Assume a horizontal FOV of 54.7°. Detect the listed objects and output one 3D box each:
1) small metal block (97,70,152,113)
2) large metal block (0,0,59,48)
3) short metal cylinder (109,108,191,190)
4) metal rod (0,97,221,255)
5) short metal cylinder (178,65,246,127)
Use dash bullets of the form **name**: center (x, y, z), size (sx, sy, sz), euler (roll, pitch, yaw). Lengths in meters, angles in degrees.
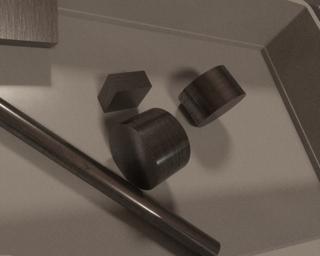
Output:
- **small metal block**: center (-0.046, -0.046, 0.394), size (0.050, 0.050, 0.025), euler (-13, 69, -34)
- **large metal block**: center (-0.167, -0.140, 0.362), size (0.081, 0.050, 0.079), euler (-3, 97, -30)
- **short metal cylinder**: center (-0.013, 0.023, 0.351), size (0.050, 0.080, 0.080), euler (-29, 78, -38)
- **metal rod**: center (-0.062, 0.056, 0.338), size (0.301, 0.025, 0.025), euler (35, 51, -6)
- **short metal cylinder**: center (0.073, -0.044, 0.439), size (0.081, 0.080, 0.050), euler (-25, 76, -37)
